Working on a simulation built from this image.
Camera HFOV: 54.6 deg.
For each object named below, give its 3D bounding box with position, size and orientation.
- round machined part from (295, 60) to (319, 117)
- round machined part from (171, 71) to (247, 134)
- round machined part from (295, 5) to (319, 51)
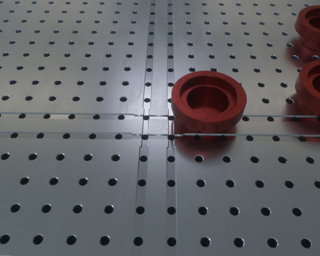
[{"bbox_3d":[0.242,-0.050,0.440,0.099,0.042,0.098,0,50,0],"label":"round machined part"},{"bbox_3d":[0.064,-0.031,0.423,0.099,0.042,0.098,0,50,0],"label":"round machined part"},{"bbox_3d":[0.286,-0.170,0.541,0.099,0.042,0.098,0,50,0],"label":"round machined part"}]
